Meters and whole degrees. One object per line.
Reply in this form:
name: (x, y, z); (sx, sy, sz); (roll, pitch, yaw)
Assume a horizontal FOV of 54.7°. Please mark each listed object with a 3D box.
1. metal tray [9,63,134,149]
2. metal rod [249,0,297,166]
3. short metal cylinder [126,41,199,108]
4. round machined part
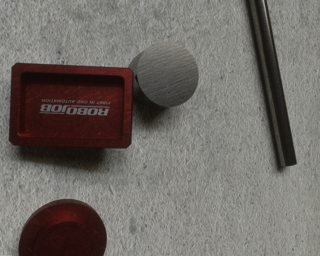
metal tray: (-0.097, -0.024, 0.351); (0.131, 0.030, 0.089); (2, 89, -4)
metal rod: (0.169, -0.088, 0.473); (0.025, 0.025, 0.298); (-14, 95, -20)
short metal cylinder: (0.002, -0.066, 0.397); (0.081, 0.050, 0.079); (0, 90, -21)
round machined part: (-0.111, 0.136, 0.360); (0.099, 0.042, 0.097); (0, 90, -21)
